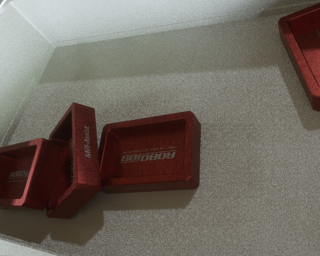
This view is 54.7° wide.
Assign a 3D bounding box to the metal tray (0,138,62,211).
[{"bbox_3d":[-0.198,0.068,0.437,0.130,0.030,0.090,-11,61,38],"label":"metal tray"}]

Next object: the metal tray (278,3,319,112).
[{"bbox_3d":[0.200,-0.090,0.352,0.090,0.030,0.130,-18,55,17],"label":"metal tray"}]

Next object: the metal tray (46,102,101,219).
[{"bbox_3d":[-0.117,0.042,0.410,0.090,0.030,0.130,-44,44,35],"label":"metal tray"}]

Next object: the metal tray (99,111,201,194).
[{"bbox_3d":[-0.016,0.032,0.389,0.130,0.030,0.090,-8,58,23],"label":"metal tray"}]
